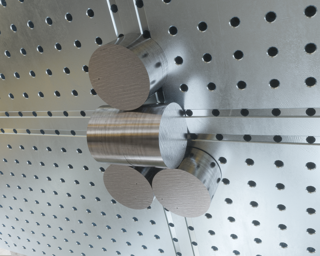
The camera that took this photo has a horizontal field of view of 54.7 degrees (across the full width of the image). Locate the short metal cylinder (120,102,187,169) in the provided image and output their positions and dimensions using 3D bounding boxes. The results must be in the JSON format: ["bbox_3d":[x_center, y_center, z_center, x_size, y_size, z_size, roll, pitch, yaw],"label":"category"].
[{"bbox_3d":[-0.005,0.009,0.383,0.050,0.080,0.080,0,119,28],"label":"short metal cylinder"}]

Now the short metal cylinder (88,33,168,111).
[{"bbox_3d":[-0.037,-0.068,0.371,0.080,0.050,0.079,13,124,20],"label":"short metal cylinder"}]

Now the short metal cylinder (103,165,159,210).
[{"bbox_3d":[-0.035,0.072,0.455,0.080,0.050,0.079,13,124,20],"label":"short metal cylinder"}]

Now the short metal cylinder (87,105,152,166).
[{"bbox_3d":[-0.050,0.009,0.406,0.050,0.080,0.080,0,119,28],"label":"short metal cylinder"}]

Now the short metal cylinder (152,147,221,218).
[{"bbox_3d":[0.036,0.073,0.418,0.080,0.050,0.079,13,124,20],"label":"short metal cylinder"}]
